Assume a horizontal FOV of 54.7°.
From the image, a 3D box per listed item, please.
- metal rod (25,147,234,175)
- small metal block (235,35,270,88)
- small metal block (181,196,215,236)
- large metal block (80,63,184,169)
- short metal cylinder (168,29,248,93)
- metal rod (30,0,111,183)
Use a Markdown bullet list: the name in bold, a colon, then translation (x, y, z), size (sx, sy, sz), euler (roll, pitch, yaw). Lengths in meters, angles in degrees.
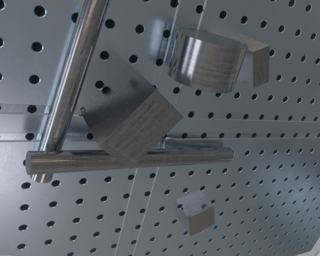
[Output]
- **metal rod**: translation (-0.014, 0.040, 0.410), size (0.302, 0.025, 0.025), euler (2, 118, -36)
- **small metal block**: translation (0.116, -0.087, 0.404), size (0.025, 0.050, 0.050), euler (-23, 127, -14)
- **small metal block**: translation (0.067, 0.156, 0.545), size (0.050, 0.025, 0.050), euler (-21, 127, -16)
- **large metal block**: translation (-0.034, -0.016, 0.347), size (0.080, 0.080, 0.050), euler (-45, 129, 3)
- **short metal cylinder**: translation (0.053, -0.079, 0.356), size (0.081, 0.080, 0.050), euler (-1, 119, -28)
- **metal rod**: translation (-0.085, -0.071, 0.321), size (0.025, 0.025, 0.298), euler (11, 113, -33)
